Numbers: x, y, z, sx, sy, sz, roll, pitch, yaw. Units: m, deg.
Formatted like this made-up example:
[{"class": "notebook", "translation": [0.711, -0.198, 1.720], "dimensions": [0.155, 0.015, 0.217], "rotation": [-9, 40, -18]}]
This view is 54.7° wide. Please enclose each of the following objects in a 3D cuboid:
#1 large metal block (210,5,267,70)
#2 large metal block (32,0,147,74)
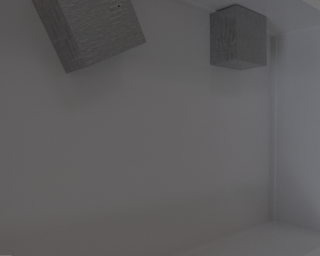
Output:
[{"class": "large metal block", "translation": [0.126, -0.140, 0.495], "dimensions": [0.081, 0.050, 0.080], "rotation": [-1, 91, -40]}, {"class": "large metal block", "translation": [-0.073, -0.113, 0.329], "dimensions": [0.081, 0.050, 0.080], "rotation": [-34, 111, -35]}]
